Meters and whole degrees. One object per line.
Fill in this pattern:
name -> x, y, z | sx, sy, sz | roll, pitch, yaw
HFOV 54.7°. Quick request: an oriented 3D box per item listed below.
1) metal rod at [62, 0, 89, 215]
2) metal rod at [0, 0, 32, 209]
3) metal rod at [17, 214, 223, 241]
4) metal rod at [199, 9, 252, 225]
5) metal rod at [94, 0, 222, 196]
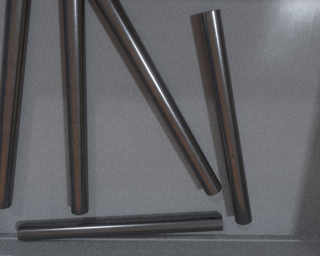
metal rod -> -0.108, -0.019, 0.403 | 0.025, 0.025, 0.298 | 3, 110, -1
metal rod -> -0.193, -0.026, 0.399 | 0.025, 0.025, 0.298 | 13, 110, -5
metal rod -> -0.059, 0.149, 0.465 | 0.302, 0.025, 0.025 | -3, 110, 1
metal rod -> 0.091, 0.000, 0.411 | 0.025, 0.025, 0.298 | -12, 110, 4
metal rod -> 0.005, -0.034, 0.398 | 0.025, 0.025, 0.299 | -27, 108, 9
